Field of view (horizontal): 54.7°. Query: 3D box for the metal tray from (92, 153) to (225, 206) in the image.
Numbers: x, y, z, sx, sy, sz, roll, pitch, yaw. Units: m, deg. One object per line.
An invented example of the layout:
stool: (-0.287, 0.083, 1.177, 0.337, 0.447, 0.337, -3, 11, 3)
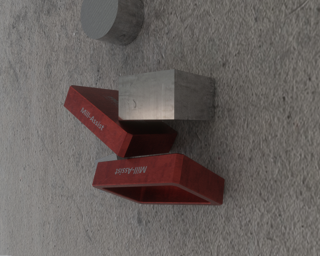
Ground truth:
metal tray: (-0.003, 0.064, 0.362, 0.130, 0.090, 0.030, -11, 59, 39)

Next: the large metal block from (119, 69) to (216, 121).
large metal block: (0.009, -0.034, 0.362, 0.080, 0.081, 0.050, 1, 91, 40)

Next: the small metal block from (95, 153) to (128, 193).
small metal block: (-0.068, 0.066, 0.461, 0.050, 0.025, 0.050, -21, 77, 38)

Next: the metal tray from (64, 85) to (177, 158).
metal tray: (-0.052, -0.012, 0.405, 0.130, 0.091, 0.030, 37, 113, 34)

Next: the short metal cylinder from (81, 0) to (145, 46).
short metal cylinder: (-0.069, -0.163, 0.445, 0.080, 0.050, 0.080, 0, 90, 40)
